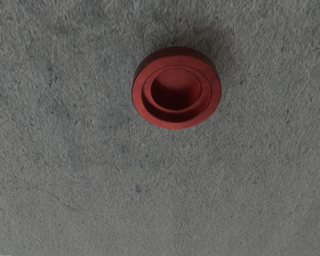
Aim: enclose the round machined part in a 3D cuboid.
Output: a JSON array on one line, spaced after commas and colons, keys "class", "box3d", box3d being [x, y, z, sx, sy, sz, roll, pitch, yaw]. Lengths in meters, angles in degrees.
[{"class": "round machined part", "box3d": [0.018, -0.049, 0.355, 0.099, 0.042, 0.097, 0, 130, 0]}]
